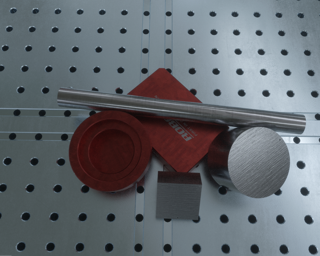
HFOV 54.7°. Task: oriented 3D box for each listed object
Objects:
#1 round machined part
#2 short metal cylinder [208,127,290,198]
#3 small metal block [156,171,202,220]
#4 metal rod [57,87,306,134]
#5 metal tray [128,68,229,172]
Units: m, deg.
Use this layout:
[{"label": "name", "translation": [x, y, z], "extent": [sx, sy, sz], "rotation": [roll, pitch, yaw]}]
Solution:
[{"label": "round machined part", "translation": [-0.058, 0.030, 0.386], "extent": [0.099, 0.042, 0.098], "rotation": [-1, 76, 4]}, {"label": "short metal cylinder", "translation": [0.104, 0.039, 0.369], "extent": [0.081, 0.050, 0.079], "rotation": [0, 89, -17]}, {"label": "small metal block", "translation": [0.021, 0.080, 0.368], "extent": [0.050, 0.025, 0.050], "rotation": [3, 113, 0]}, {"label": "metal rod", "translation": [0.025, -0.022, 0.386], "extent": [0.302, 0.025, 0.025], "rotation": [7, 70, 2]}, {"label": "metal tray", "translation": [0.015, -0.008, 0.413], "extent": [0.090, 0.030, 0.130], "rotation": [-42, 76, -14]}]
